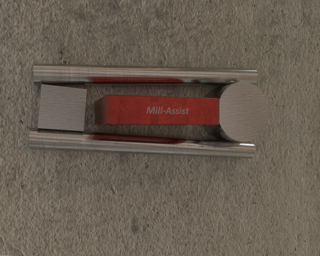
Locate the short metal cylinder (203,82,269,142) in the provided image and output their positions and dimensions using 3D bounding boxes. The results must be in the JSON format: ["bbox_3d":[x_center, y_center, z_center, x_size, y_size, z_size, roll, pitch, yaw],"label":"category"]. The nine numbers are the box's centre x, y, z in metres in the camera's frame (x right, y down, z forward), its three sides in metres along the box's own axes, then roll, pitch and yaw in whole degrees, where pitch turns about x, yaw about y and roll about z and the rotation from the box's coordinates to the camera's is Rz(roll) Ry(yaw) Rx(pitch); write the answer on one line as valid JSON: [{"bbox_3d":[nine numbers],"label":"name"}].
[{"bbox_3d":[0.103,-0.022,0.434,0.081,0.050,0.079,0,90,-20],"label":"short metal cylinder"}]

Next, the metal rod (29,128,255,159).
[{"bbox_3d":[-0.008,0.023,0.407,0.302,0.025,0.025,4,89,-20],"label":"metal rod"}]

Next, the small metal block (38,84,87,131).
[{"bbox_3d":[-0.116,-0.023,0.368,0.050,0.025,0.050,5,89,-20],"label":"small metal block"}]

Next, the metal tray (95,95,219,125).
[{"bbox_3d":[-0.007,-0.019,0.372,0.131,0.090,0.030,0,90,-20],"label":"metal tray"}]

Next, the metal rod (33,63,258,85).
[{"bbox_3d":[-0.004,-0.069,0.409,0.303,0.025,0.025,-3,91,-20],"label":"metal rod"}]
